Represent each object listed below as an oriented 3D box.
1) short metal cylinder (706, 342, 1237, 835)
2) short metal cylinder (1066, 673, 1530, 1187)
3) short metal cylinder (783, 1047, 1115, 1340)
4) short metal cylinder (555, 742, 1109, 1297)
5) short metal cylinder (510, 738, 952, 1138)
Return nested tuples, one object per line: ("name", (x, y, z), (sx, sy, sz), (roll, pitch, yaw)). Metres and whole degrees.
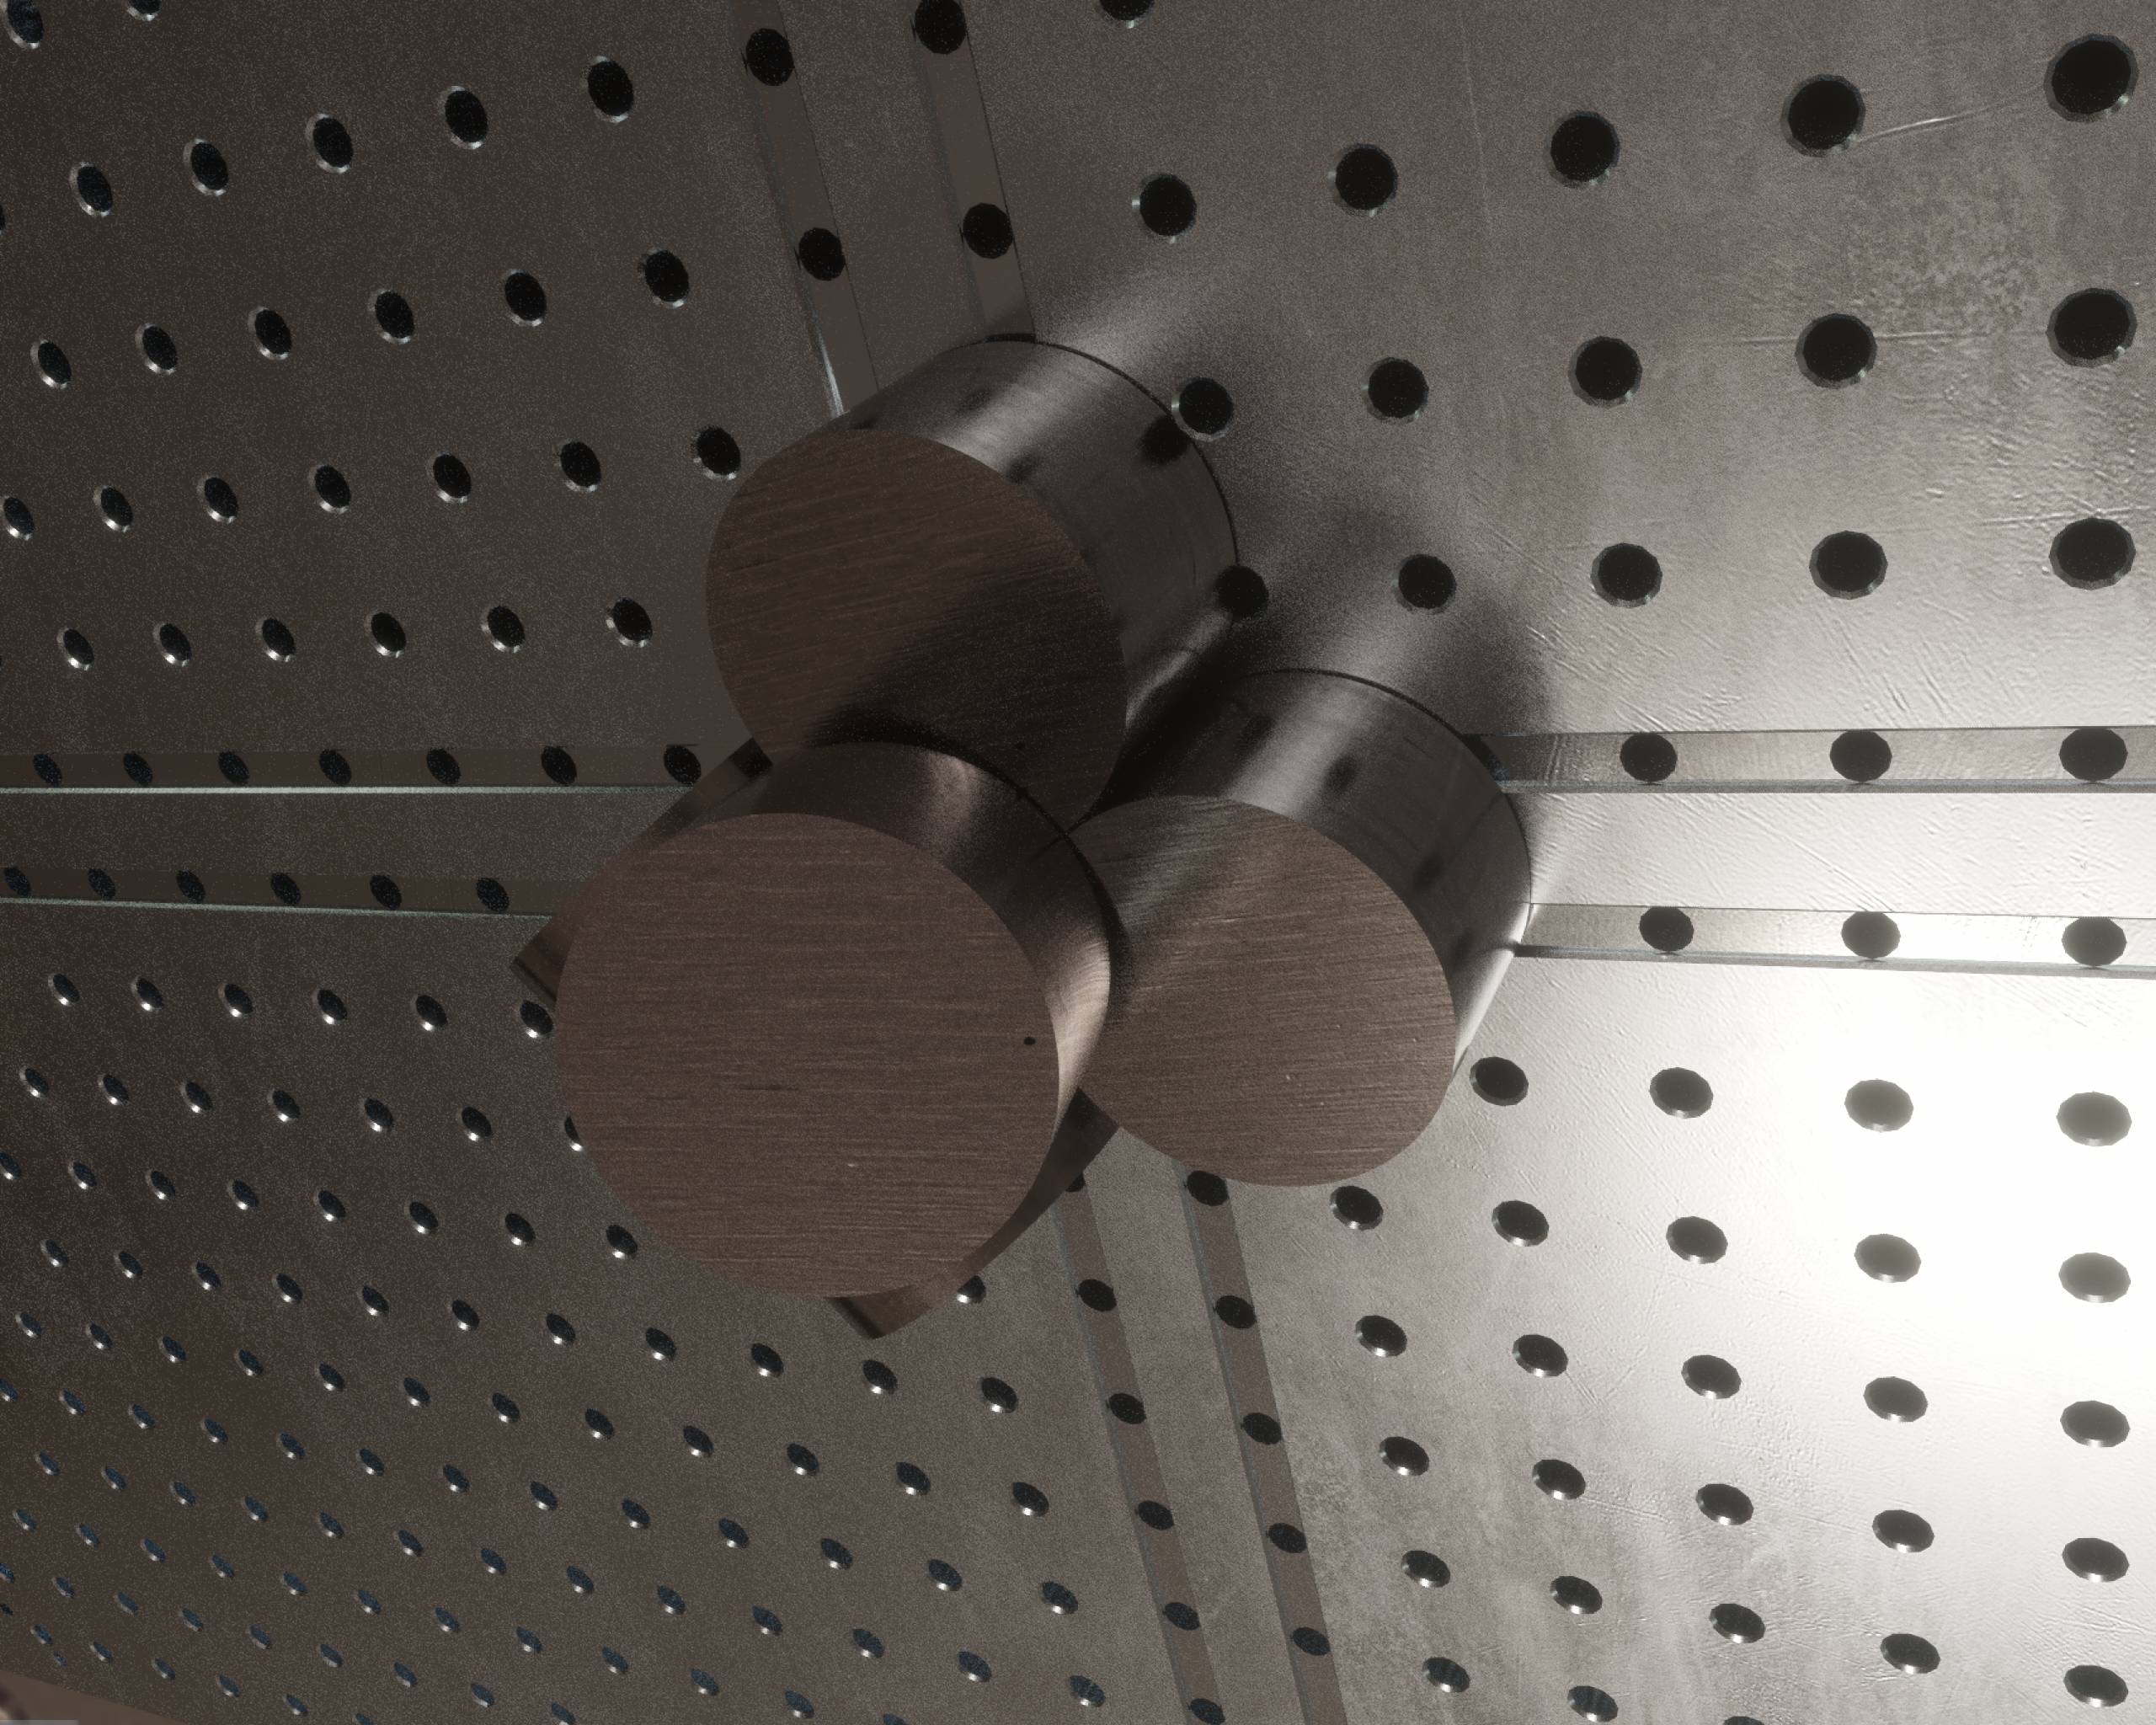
("short metal cylinder", (-0.018, -0.047, 0.373), (0.080, 0.050, 0.079), (13, 124, 20))
("short metal cylinder", (0.037, 0.012, 0.381), (0.080, 0.050, 0.079), (13, 124, 20))
("short metal cylinder", (-0.032, 0.049, 0.421), (0.050, 0.080, 0.080), (47, 129, -5))
("short metal cylinder", (-0.038, 0.024, 0.345), (0.080, 0.050, 0.079), (2, 106, 9))
("short metal cylinder", (-0.065, 0.012, 0.415), (0.050, 0.080, 0.080), (47, 129, -5))
